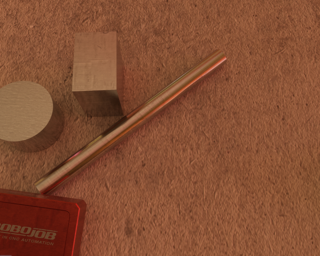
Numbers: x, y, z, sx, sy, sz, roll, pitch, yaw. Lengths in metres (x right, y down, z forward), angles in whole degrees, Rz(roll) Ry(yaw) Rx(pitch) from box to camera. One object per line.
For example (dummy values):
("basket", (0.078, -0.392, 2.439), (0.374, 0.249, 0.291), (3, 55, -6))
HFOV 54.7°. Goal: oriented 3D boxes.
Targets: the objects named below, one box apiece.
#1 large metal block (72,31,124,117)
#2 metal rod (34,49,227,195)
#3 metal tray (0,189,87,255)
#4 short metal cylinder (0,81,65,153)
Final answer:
("large metal block", (-0.077, -0.067, 0.402), (0.050, 0.080, 0.080), (-3, 70, -1))
("metal rod", (-0.029, -0.013, 0.412), (0.301, 0.025, 0.025), (-37, 75, -13))
("metal tray", (-0.156, 0.120, 0.348), (0.131, 0.030, 0.090), (7, 84, 2))
("short metal cylinder", (-0.170, -0.013, 0.398), (0.081, 0.050, 0.080), (0, 70, 0))
